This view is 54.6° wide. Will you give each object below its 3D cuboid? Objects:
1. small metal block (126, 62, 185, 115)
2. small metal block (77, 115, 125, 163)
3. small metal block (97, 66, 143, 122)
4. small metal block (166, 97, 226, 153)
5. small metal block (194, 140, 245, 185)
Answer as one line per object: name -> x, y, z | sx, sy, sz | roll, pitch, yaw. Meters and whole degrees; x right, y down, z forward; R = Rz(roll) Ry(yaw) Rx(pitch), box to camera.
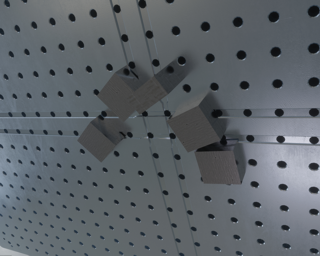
small metal block -> -0.005, -0.048, 0.369 | 0.050, 0.050, 0.025 | -33, 100, 38
small metal block -> -0.090, 0.017, 0.470 | 0.050, 0.025, 0.050 | 43, 129, -2
small metal block -> -0.047, -0.044, 0.410 | 0.050, 0.025, 0.050 | 45, 129, -3
small metal block -> 0.045, -0.003, 0.386 | 0.050, 0.025, 0.050 | -26, 105, 37
small metal block -> 0.077, 0.044, 0.398 | 0.050, 0.025, 0.050 | -4, 116, 30
